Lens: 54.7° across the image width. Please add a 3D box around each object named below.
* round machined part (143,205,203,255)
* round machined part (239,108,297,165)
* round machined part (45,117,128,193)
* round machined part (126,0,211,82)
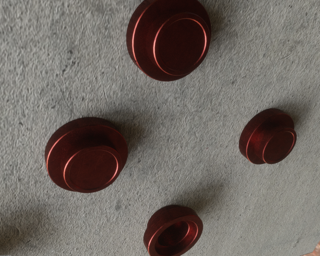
[{"bbox_3d":[0.018,0.166,0.508,0.099,0.042,0.097,-14,124,-21],"label":"round machined part"},{"bbox_3d":[0.183,0.020,0.508,0.099,0.042,0.097,-14,124,-21],"label":"round machined part"},{"bbox_3d":[-0.085,0.039,0.374,0.099,0.042,0.097,-14,124,-21],"label":"round machined part"},{"bbox_3d":[0.016,-0.097,0.344,0.099,0.042,0.097,-14,124,-21],"label":"round machined part"}]
